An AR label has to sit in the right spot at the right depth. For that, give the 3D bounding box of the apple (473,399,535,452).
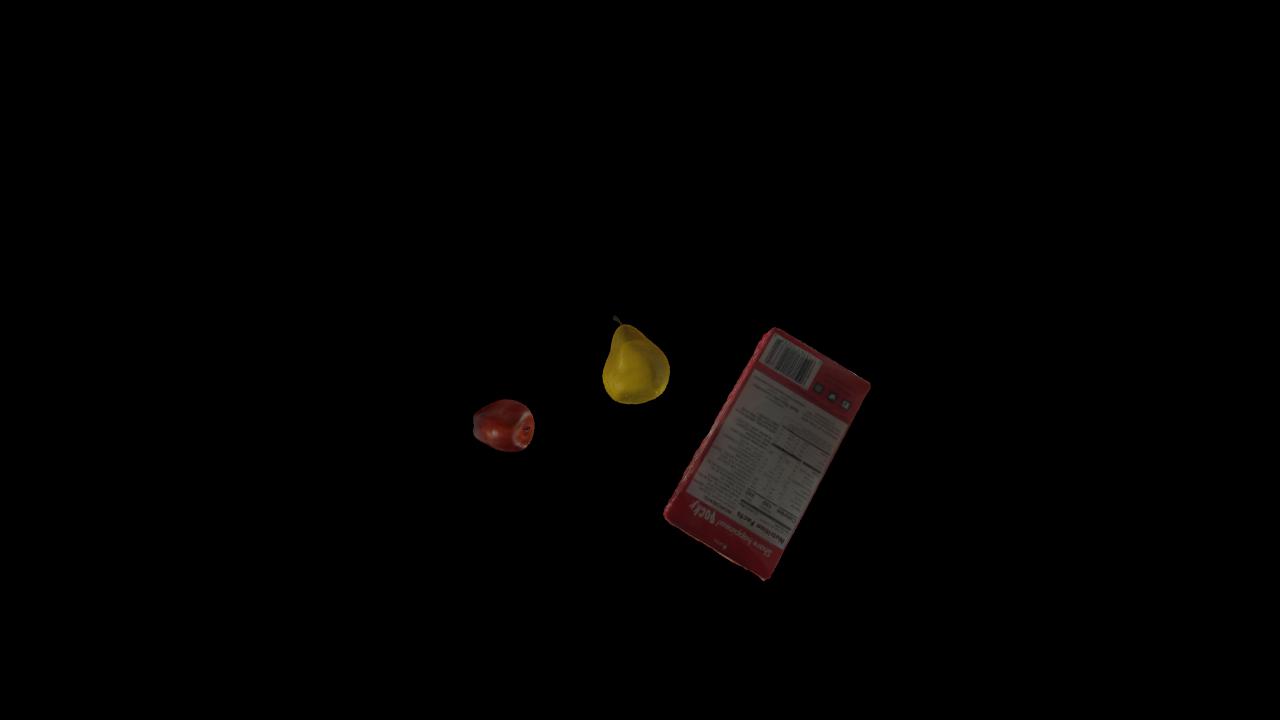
[{"bbox_3d":[-0.204,0.099,0.928,0.093,0.079,0.079,6,2,21],"label":"apple"}]

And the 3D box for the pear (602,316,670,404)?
[{"bbox_3d":[-0.007,-0.006,0.716,0.080,0.111,0.080,-6,-20,-2],"label":"pear"}]

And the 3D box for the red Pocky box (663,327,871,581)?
[{"bbox_3d":[0.088,0.062,0.428,0.083,0.155,0.028,32,-9,-1],"label":"red Pocky box"}]
